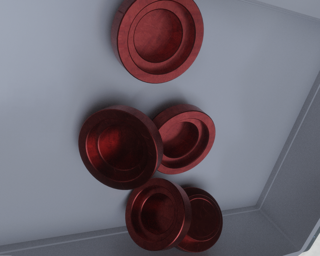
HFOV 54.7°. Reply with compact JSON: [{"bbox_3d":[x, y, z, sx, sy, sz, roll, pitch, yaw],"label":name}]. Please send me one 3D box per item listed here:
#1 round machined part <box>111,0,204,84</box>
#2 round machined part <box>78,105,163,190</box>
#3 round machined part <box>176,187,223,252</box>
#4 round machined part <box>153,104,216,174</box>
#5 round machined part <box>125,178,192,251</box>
[{"bbox_3d":[-0.006,-0.101,0.333,0.099,0.042,0.097,-14,125,-21],"label":"round machined part"},{"bbox_3d":[-0.042,0.020,0.366,0.042,0.098,0.097,-43,154,-65],"label":"round machined part"},{"bbox_3d":[0.054,0.140,0.478,0.099,0.098,0.042,-11,163,-23],"label":"round machined part"},{"bbox_3d":[0.022,0.011,0.419,0.099,0.042,0.097,-14,125,-21],"label":"round machined part"},{"bbox_3d":[0.002,0.123,0.443,0.098,0.098,0.042,-51,144,7],"label":"round machined part"}]
